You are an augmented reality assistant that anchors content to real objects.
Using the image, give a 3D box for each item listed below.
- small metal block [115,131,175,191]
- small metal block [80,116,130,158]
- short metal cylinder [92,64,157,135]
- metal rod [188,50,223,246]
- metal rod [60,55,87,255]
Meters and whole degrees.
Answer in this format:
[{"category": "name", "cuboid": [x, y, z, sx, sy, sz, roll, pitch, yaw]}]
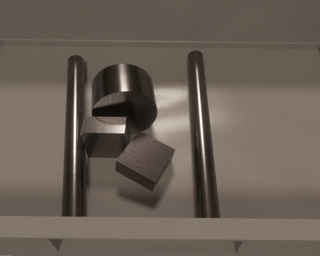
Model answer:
[{"category": "small metal block", "cuboid": [-0.017, 0.038, 0.368, 0.050, 0.025, 0.050, 28, 55, 10]}, {"category": "small metal block", "cuboid": [-0.065, 0.012, 0.378, 0.050, 0.050, 0.025, 1, 50, 1]}, {"category": "short metal cylinder", "cuboid": [-0.046, -0.035, 0.398, 0.081, 0.080, 0.050, -6, 51, -5]}, {"category": "metal rod", "cuboid": [0.054, -0.001, 0.406, 0.025, 0.025, 0.300, 1, 50, 1]}, {"category": "metal rod", "cuboid": [-0.109, 0.008, 0.396, 0.025, 0.025, 0.300, -7, 50, -6]}]
